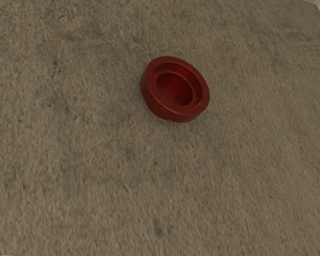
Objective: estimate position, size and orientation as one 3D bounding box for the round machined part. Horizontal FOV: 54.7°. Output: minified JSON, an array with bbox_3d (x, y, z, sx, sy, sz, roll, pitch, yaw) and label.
[{"bbox_3d":[0.017,-0.049,0.434,0.099,0.042,0.098,14,56,-21],"label":"round machined part"}]
